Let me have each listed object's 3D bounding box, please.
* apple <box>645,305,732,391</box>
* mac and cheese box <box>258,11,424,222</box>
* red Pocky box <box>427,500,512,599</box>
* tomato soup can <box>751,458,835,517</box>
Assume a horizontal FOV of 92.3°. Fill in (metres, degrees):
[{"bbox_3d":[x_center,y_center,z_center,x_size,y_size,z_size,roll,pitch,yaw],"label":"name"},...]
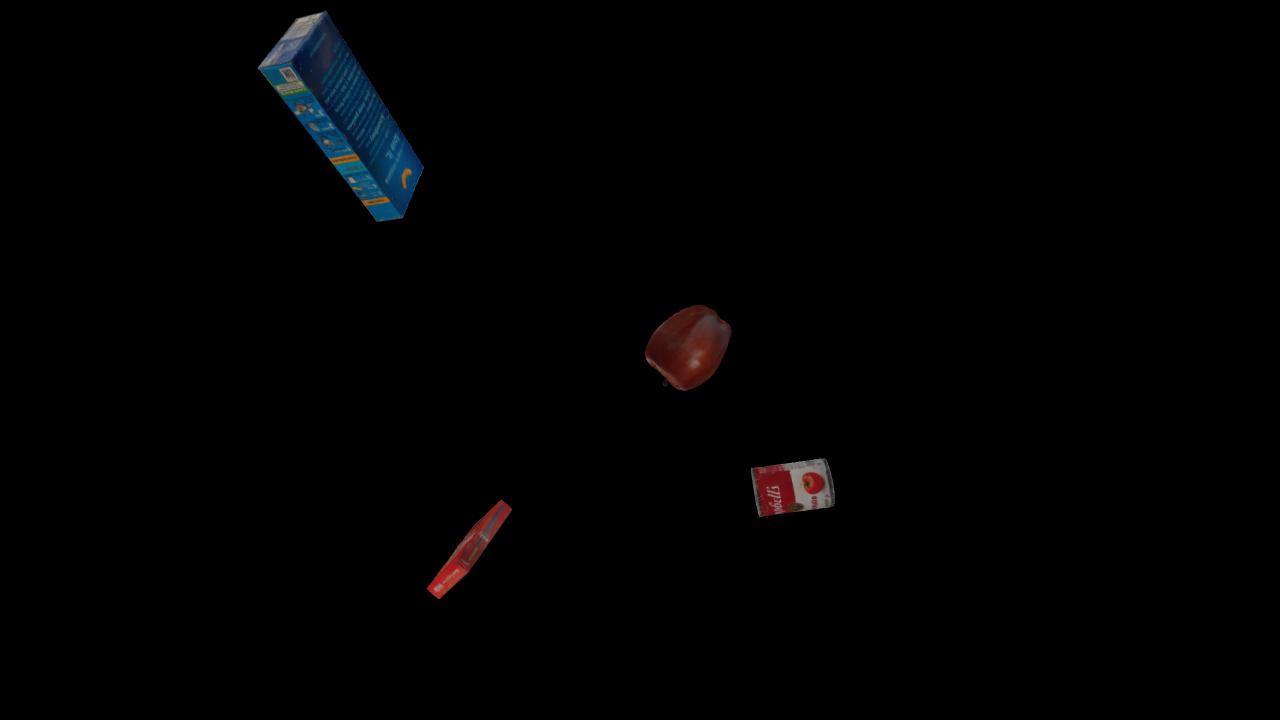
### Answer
[{"bbox_3d":[0.052,-0.011,0.644,0.079,0.093,0.079,39,2,-2],"label":"apple"},{"bbox_3d":[-0.295,-0.242,0.633,0.041,0.093,0.184,-6,-36,12],"label":"mac and cheese box"},{"bbox_3d":[-0.255,0.283,0.934,0.083,0.028,0.155,-43,7,24],"label":"red Pocky box"},{"bbox_3d":[0.207,0.173,0.838,0.101,0.068,0.068,-9,-1,5],"label":"tomato soup can"}]
